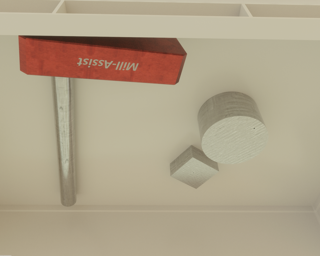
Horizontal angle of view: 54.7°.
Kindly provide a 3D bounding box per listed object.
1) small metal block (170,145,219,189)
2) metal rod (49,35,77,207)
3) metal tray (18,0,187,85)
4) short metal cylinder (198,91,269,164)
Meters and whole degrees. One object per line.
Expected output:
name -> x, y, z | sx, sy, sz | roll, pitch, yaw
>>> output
small metal block -> 0.050, 0.059, 0.460 | 0.050, 0.025, 0.050 | 30, 124, -23
metal rod -> -0.126, 0.006, 0.412 | 0.025, 0.025, 0.298 | 7, 130, -6
metal tray -> -0.052, -0.079, 0.279 | 0.131, 0.090, 0.030 | 1, 129, -19
short metal cylinder -> 0.091, 0.001, 0.395 | 0.081, 0.050, 0.079 | 0, 130, 0
